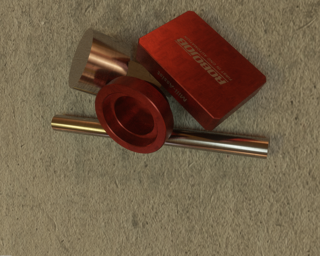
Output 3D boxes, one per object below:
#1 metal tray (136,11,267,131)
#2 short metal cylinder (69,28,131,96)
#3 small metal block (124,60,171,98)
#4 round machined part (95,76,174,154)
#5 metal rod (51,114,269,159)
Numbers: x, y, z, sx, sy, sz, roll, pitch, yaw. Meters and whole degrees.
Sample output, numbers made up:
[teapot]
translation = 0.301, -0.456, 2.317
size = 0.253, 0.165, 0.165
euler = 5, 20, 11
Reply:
[metal tray]
translation = 0.046, -0.071, 0.364
size = 0.090, 0.030, 0.130
euler = -37, 75, -24
[short metal cylinder]
translation = -0.080, -0.082, 0.404
size = 0.080, 0.050, 0.080
euler = -33, 48, 48
[small metal block]
translation = -0.011, -0.062, 0.399
size = 0.050, 0.050, 0.025
euler = 25, 99, 18
[round machined part]
translation = -0.027, -0.020, 0.378
size = 0.098, 0.042, 0.097
euler = 18, 133, 21
[metal rod]
translation = -0.014, 0.008, 0.415
size = 0.301, 0.025, 0.025
euler = 7, 92, 19
